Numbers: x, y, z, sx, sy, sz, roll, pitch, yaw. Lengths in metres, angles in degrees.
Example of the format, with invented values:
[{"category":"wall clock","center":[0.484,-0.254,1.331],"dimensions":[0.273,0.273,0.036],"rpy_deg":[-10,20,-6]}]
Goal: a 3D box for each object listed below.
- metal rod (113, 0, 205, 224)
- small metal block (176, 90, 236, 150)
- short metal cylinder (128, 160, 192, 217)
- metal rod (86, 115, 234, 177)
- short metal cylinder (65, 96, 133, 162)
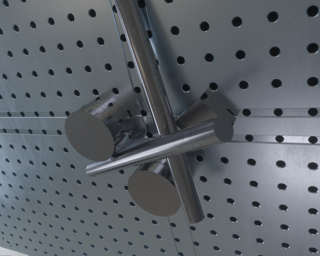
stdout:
[{"category":"metal rod","center":[0.001,-0.021,0.371],"dimensions":[0.025,0.025,0.298],"rpy_deg":[-10,106,32]},{"category":"small metal block","center":[0.055,-0.009,0.377],"dimensions":[0.050,0.025,0.050],"rpy_deg":[43,129,-2]},{"category":"short metal cylinder","center":[0.001,0.079,0.443],"dimensions":[0.080,0.050,0.079],"rpy_deg":[13,124,21]},{"category":"metal rod","center":[-0.027,0.035,0.395],"dimensions":[0.025,0.025,0.299],"rpy_deg":[54,144,-10]},{"category":"short metal cylinder","center":[-0.086,0.001,0.441],"dimensions":[0.080,0.050,0.079],"rpy_deg":[13,124,21]}]
